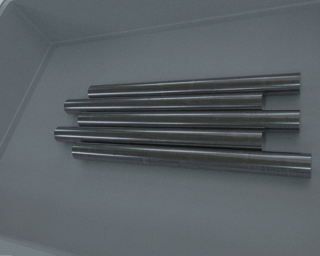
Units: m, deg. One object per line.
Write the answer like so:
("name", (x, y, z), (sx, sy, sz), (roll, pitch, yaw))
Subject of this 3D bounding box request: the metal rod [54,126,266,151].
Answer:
("metal rod", (-0.020, 0.012, 0.406), (0.300, 0.025, 0.025), (1, 62, 28))

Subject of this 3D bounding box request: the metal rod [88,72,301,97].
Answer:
("metal rod", (0.027, -0.053, 0.421), (0.300, 0.025, 0.025), (1, 62, 28))

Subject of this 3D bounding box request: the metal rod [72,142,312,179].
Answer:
("metal rod", (0.015, 0.035, 0.373), (0.300, 0.025, 0.025), (1, 62, 28))

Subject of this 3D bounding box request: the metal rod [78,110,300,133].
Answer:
("metal rod", (0.017, -0.009, 0.400), (0.300, 0.025, 0.025), (1, 62, 28))

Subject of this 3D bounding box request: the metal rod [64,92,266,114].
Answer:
("metal rod", (-0.013, -0.032, 0.429), (0.300, 0.025, 0.025), (1, 62, 28))
